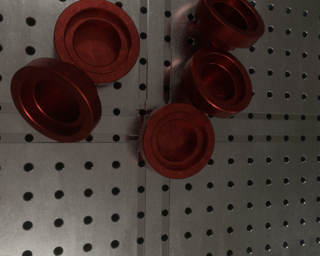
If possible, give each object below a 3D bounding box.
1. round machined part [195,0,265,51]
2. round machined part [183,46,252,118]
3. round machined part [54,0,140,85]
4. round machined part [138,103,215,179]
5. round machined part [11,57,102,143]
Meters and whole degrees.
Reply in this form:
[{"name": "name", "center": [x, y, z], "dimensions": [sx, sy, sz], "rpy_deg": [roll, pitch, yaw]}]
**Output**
[{"name": "round machined part", "center": [0.090, -0.144, 0.423], "dimensions": [0.099, 0.042, 0.098], "rpy_deg": [15, 52, -21]}, {"name": "round machined part", "center": [0.073, -0.058, 0.420], "dimensions": [0.099, 0.042, 0.098], "rpy_deg": [12, 64, -25]}, {"name": "round machined part", "center": [-0.077, -0.100, 0.375], "dimensions": [0.099, 0.042, 0.097], "rpy_deg": [0, 90, -21]}, {"name": "round machined part", "center": [0.019, 0.016, 0.410], "dimensions": [0.099, 0.042, 0.097], "rpy_deg": [-1, 92, -19]}, {"name": "round machined part", "center": [-0.109, -0.034, 0.344], "dimensions": [0.098, 0.098, 0.042], "rpy_deg": [45, 40, -15]}]
